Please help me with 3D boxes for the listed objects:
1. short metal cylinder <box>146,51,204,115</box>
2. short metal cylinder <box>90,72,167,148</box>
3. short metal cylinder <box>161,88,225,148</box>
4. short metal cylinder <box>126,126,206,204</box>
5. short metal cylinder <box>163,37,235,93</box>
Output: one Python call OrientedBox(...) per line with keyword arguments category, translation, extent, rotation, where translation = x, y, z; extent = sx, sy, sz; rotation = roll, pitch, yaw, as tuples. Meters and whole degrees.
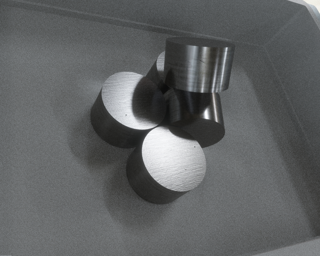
OrientedBox(category="short metal cylinder", translation=(0.022, -0.064, 0.440), extent=(0.081, 0.050, 0.080), rotation=(14, 56, -21))
OrientedBox(category="short metal cylinder", translation=(-0.039, -0.022, 0.380), extent=(0.081, 0.050, 0.080), rotation=(14, 56, -21))
OrientedBox(category="short metal cylinder", translation=(0.040, -0.012, 0.400), extent=(0.081, 0.080, 0.050), rotation=(13, 57, -22))
OrientedBox(category="short metal cylinder", translation=(0.007, 0.044, 0.365), extent=(0.081, 0.050, 0.080), rotation=(14, 56, -21))
OrientedBox(category="short metal cylinder", translation=(0.045, -0.078, 0.371), extent=(0.081, 0.050, 0.080), rotation=(4, 23, -1))
